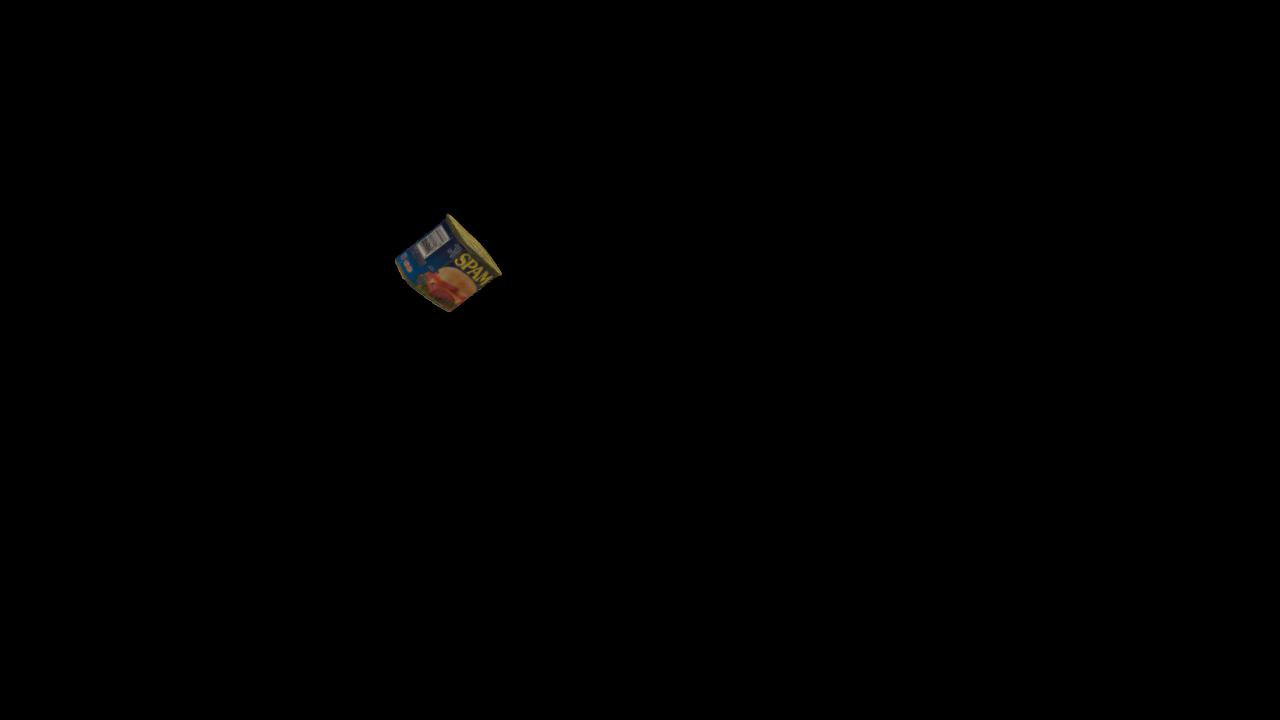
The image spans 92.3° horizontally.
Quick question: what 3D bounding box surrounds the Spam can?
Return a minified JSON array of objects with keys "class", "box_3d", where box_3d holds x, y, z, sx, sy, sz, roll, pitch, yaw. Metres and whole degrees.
[{"class":"Spam can","box_3d":[-0.232,-0.114,0.748,0.085,0.058,0.101,-37,-25,2]}]
